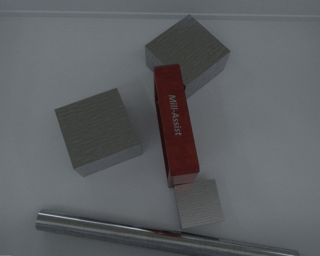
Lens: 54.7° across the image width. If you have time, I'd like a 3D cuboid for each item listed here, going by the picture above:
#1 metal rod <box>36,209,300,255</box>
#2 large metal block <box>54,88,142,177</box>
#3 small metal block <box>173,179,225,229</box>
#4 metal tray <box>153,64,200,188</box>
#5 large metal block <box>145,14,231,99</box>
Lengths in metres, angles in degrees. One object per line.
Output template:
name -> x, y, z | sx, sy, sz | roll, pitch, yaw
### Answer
metal rod -> 0.007, 0.131, 0.361 | 0.302, 0.025, 0.025 | 9, 70, 2
large metal block -> -0.076, 0.007, 0.393 | 0.080, 0.050, 0.080 | -21, 72, -8
small metal block -> 0.046, 0.093, 0.376 | 0.050, 0.025, 0.050 | -9, 70, -4
metal tray -> 0.016, 0.000, 0.375 | 0.030, 0.090, 0.129 | -8, 70, -3
large metal block -> 0.036, -0.097, 0.432 | 0.080, 0.050, 0.080 | -39, 75, -13
